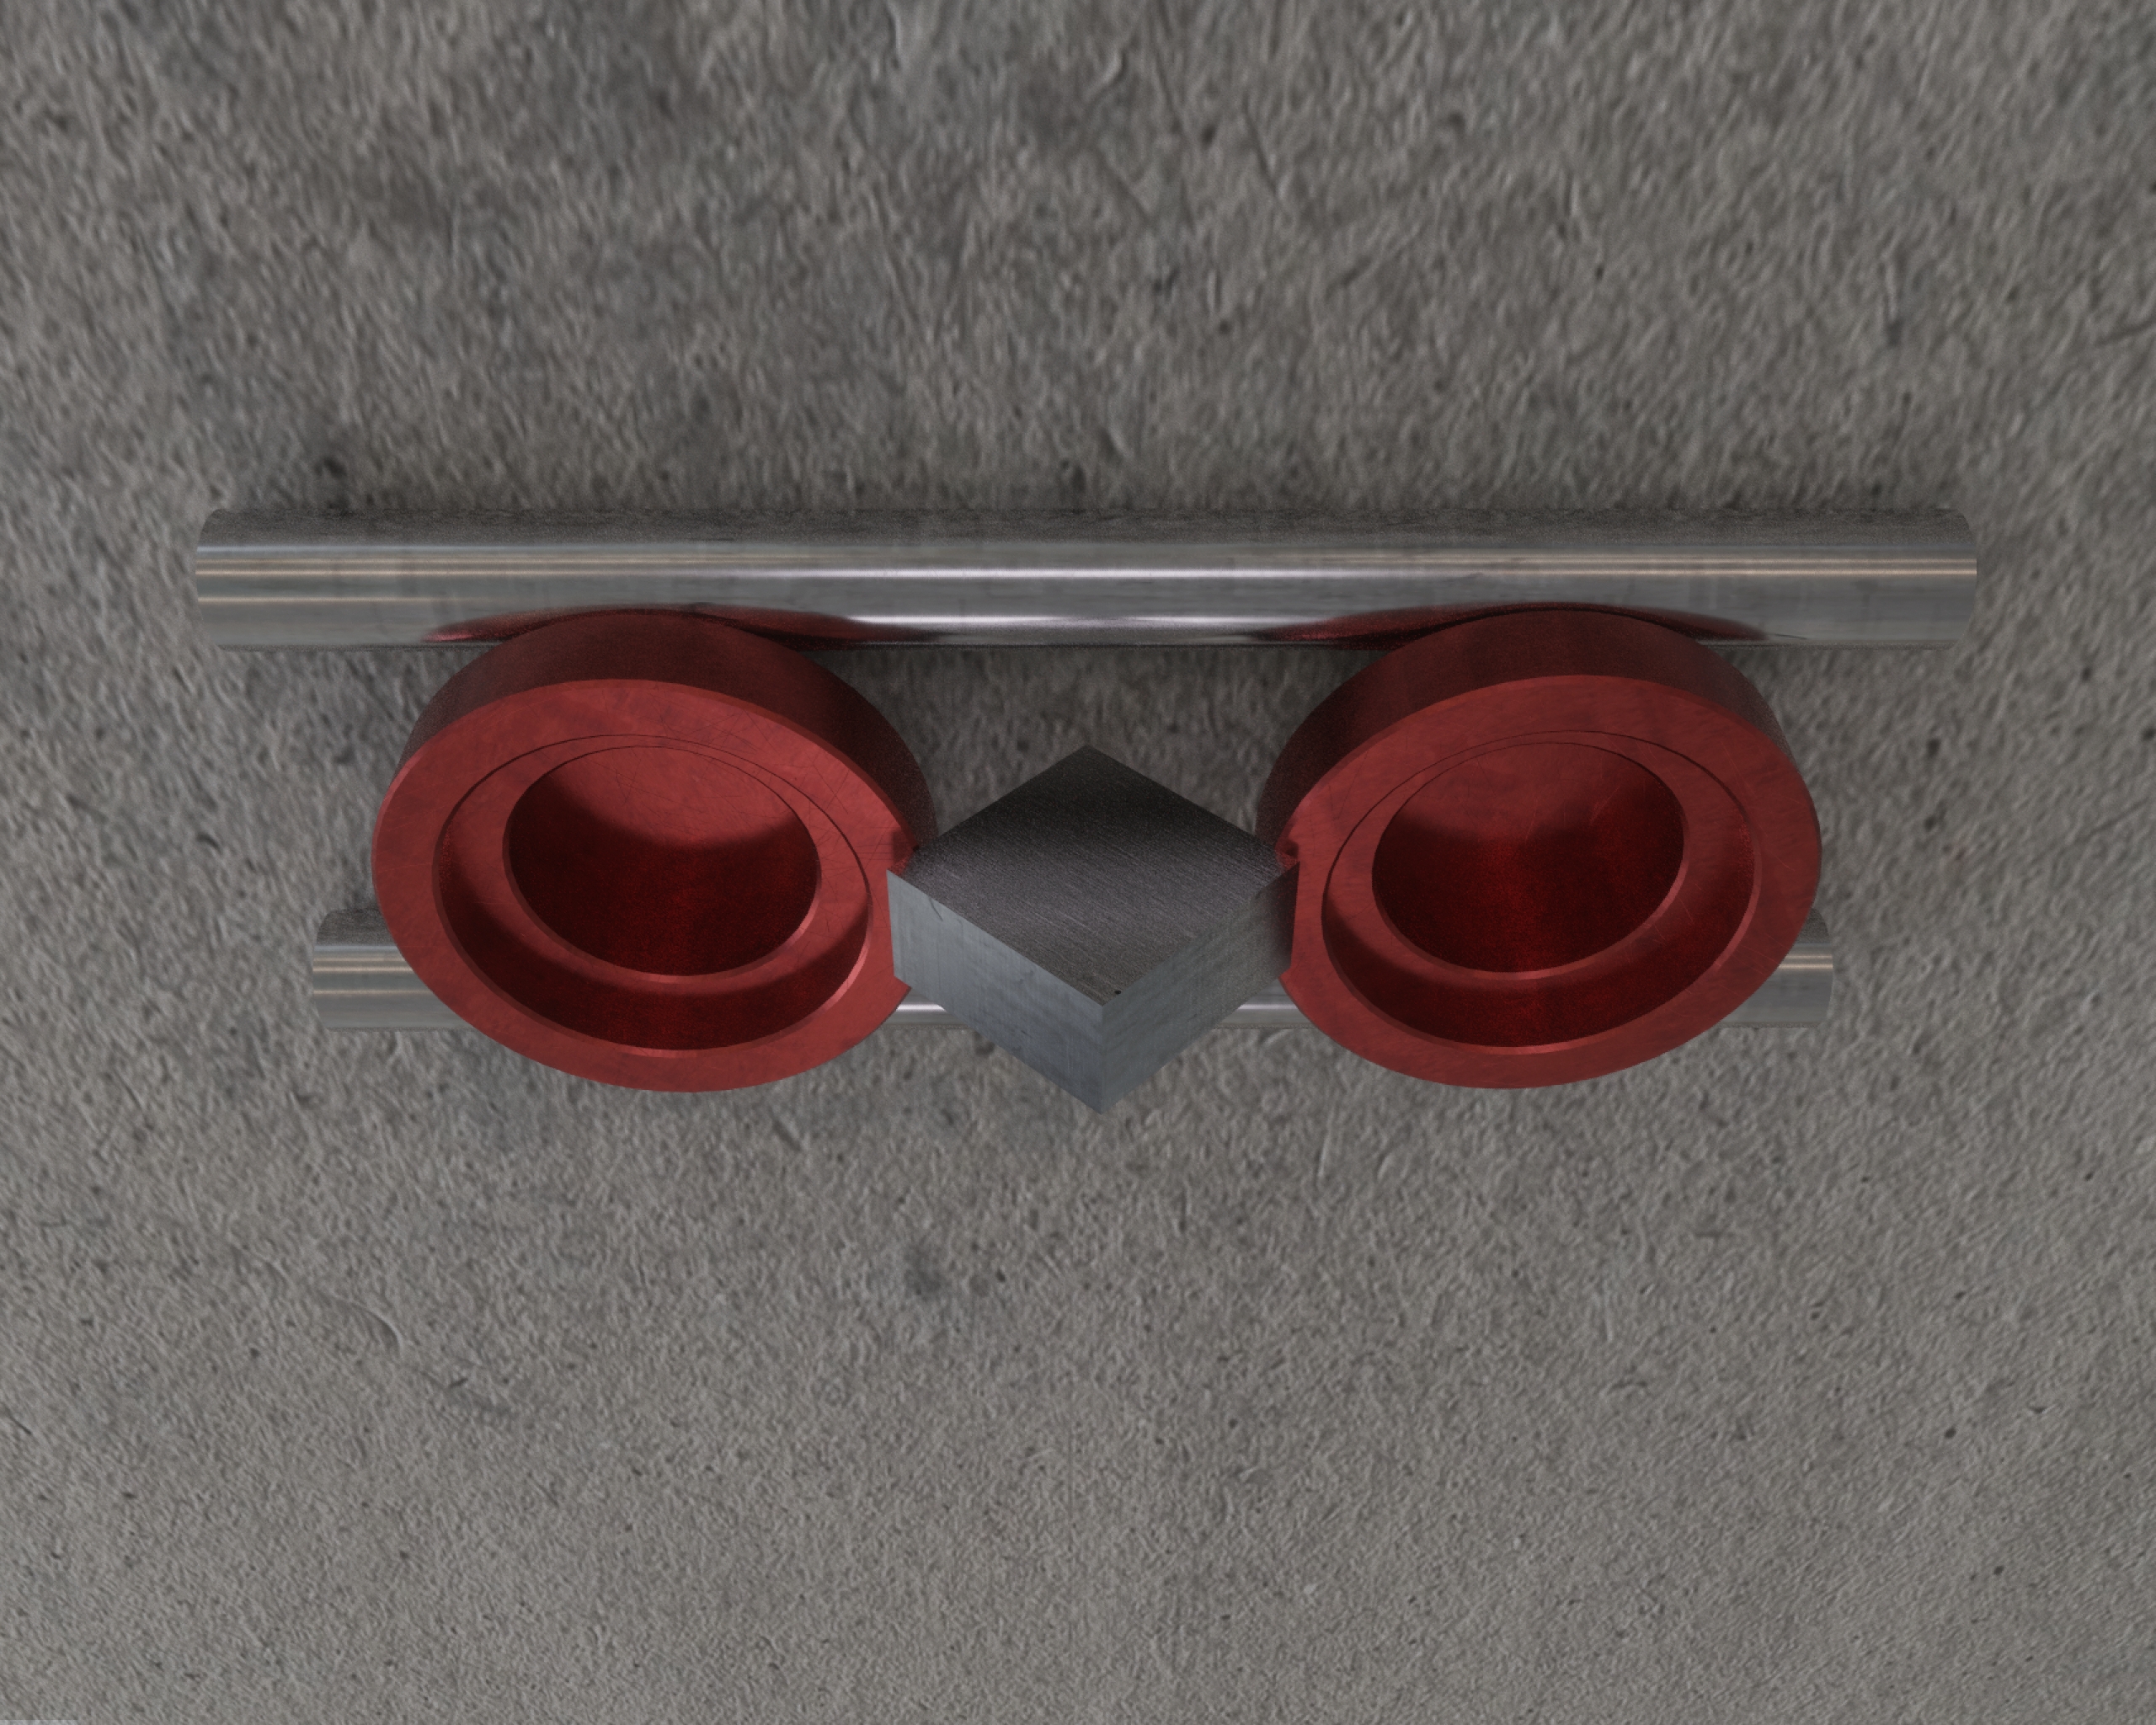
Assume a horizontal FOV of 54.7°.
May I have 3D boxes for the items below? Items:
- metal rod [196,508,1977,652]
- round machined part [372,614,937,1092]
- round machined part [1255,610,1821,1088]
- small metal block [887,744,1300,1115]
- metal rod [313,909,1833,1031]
[{"bbox_3d":[0.002,-0.050,0.366,0.302,0.025,0.025,0,130,-1],"label":"metal rod"},{"bbox_3d":[-0.075,-0.006,0.386,0.099,0.042,0.097,0,130,0],"label":"round machined part"},{"bbox_3d":[0.082,-0.006,0.386,0.099,0.042,0.097,0,130,0],"label":"round machined part"},{"bbox_3d":[0.003,0.010,0.366,0.050,0.050,0.025,31,138,32],"label":"small metal block"},{"bbox_3d":[0.000,0.022,0.427,0.302,0.025,0.025,0,130,-1],"label":"metal rod"}]
